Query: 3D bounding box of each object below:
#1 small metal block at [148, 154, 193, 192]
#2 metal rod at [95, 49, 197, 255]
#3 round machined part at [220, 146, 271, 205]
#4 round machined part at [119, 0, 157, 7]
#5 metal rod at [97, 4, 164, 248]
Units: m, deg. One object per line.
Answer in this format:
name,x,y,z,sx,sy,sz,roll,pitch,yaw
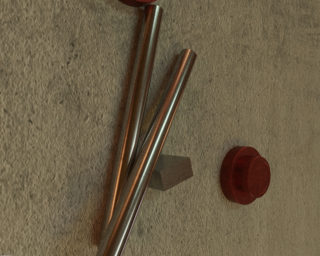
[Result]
small metal block,0.005,0.055,0.393,0.050,0.050,0.025,-20,103,-38
metal rod,-0.009,0.021,0.371,0.025,0.025,0.300,40,58,-33
round machined part,0.148,0.080,0.518,0.099,0.042,0.097,0,90,-40
round machined part,-0.024,-0.201,0.373,0.099,0.042,0.097,0,90,-40
metal rod,-0.033,-0.006,0.376,0.025,0.025,0.299,17,79,-39
